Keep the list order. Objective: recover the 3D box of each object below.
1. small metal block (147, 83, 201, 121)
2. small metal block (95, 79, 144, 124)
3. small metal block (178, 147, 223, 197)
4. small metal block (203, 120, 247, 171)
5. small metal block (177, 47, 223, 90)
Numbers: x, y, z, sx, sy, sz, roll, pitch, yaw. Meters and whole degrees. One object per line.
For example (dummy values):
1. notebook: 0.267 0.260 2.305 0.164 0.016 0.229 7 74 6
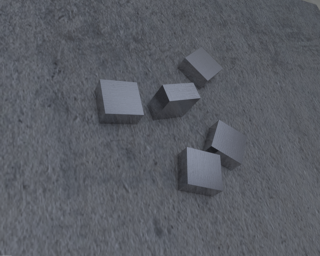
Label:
1. small metal block: 0.018 -0.036 0.421 0.050 0.050 0.025 -9 67 -32
2. small metal block: -0.053 -0.033 0.397 0.050 0.025 0.050 1 61 -28
3. small metal block: 0.051 0.057 0.398 0.050 0.025 0.050 15 56 -20
4. small metal block: 0.093 0.024 0.441 0.050 0.025 0.050 31 52 -9
5. small metal block: 0.066 -0.097 0.500 0.050 0.025 0.050 46 51 4
